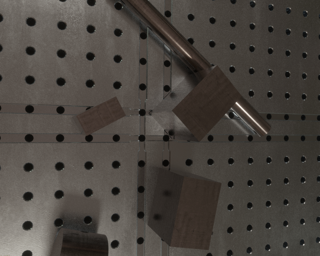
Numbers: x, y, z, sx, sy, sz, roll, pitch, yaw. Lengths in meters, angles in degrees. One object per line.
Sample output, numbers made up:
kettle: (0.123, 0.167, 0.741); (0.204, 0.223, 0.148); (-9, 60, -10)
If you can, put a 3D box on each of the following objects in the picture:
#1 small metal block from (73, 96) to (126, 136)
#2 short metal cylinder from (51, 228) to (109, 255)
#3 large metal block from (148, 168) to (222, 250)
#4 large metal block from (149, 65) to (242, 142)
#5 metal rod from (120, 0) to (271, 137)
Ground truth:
small metal block: (-0.074, -0.014, 0.372); (0.050, 0.050, 0.025); (-29, 100, -18)
short metal cylinder: (-0.096, 0.158, 0.349); (0.050, 0.080, 0.080); (17, 84, -20)
large metal block: (0.028, 0.099, 0.395); (0.050, 0.080, 0.080); (13, 86, -20)
large metal block: (0.043, -0.030, 0.400); (0.080, 0.080, 0.050); (-46, 105, -14)
metal rod: (0.051, -0.092, 0.432); (0.300, 0.025, 0.025); (41, 77, -16)
